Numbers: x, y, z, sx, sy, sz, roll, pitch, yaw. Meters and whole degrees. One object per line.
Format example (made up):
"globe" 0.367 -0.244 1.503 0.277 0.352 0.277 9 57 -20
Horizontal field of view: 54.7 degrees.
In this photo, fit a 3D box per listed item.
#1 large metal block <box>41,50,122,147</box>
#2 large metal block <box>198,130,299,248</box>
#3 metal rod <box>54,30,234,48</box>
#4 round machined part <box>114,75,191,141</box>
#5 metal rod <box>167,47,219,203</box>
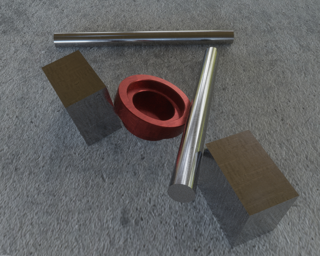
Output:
"large metal block" -0.097 -0.037 0.393 0.050 0.080 0.080 -31 56 -13
"large metal block" 0.082 0.062 0.316 0.050 0.080 0.080 -17 52 -14
"metal rod" -0.026 -0.153 0.531 0.302 0.025 0.025 -2 50 -2
"round machined part" -0.011 -0.022 0.397 0.099 0.042 0.098 15 41 -14
"metal rod" 0.052 -0.031 0.390 0.025 0.025 0.301 10 39 8
